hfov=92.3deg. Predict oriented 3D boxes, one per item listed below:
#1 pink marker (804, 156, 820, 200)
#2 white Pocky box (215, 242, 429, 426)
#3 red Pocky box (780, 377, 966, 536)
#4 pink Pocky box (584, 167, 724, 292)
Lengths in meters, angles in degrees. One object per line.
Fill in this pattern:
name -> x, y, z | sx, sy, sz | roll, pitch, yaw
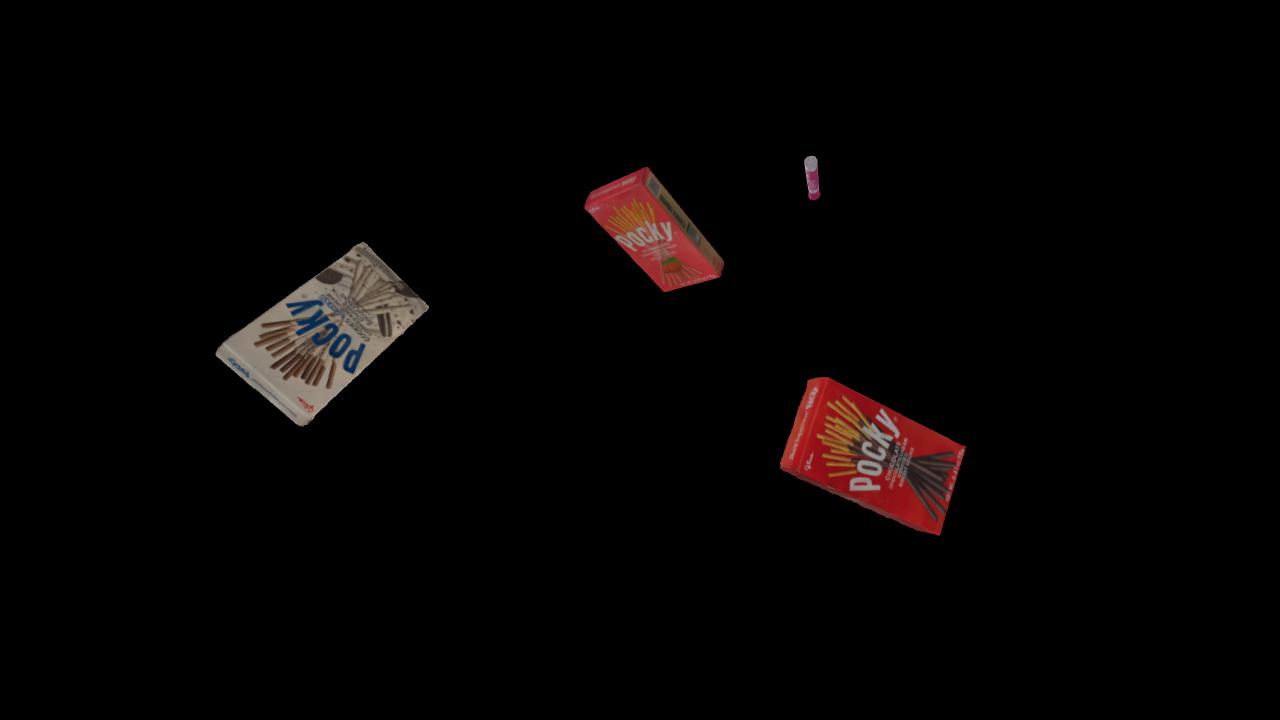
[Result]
pink marker -> 0.267, -0.278, 0.950 | 0.020, 0.020, 0.121 | 0, -10, 18
white Pocky box -> -0.256, -0.027, 0.514 | 0.028, 0.084, 0.154 | -25, 24, 40
red Pocky box -> 0.196, 0.082, 0.512 | 0.155, 0.083, 0.028 | 25, -10, -16
pink Pocky box -> 0.018, -0.139, 0.685 | 0.084, 0.029, 0.155 | -11, -40, 39
